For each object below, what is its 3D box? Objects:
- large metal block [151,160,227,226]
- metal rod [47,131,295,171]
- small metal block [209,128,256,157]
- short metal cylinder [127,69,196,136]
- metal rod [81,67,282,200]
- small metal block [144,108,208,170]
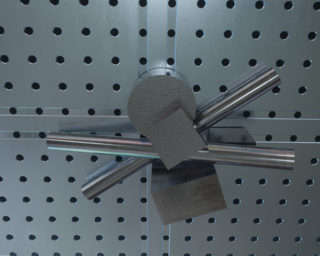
[{"bbox_3d":[0.035,0.072,0.406,0.080,0.080,0.050,-17,109,6],"label":"large metal block"},{"bbox_3d":[0.003,0.026,0.382,0.301,0.025,0.025,4,111,12],"label":"metal rod"},{"bbox_3d":[0.092,0.020,0.405,0.050,0.050,0.025,1,110,1],"label":"small metal block"},{"bbox_3d":[0.002,-0.031,0.385,0.081,0.050,0.079,0,109,0],"label":"short metal cylinder"},{"bbox_3d":[0.020,0.013,0.415,0.300,0.025,0.025,-32,107,11],"label":"metal rod"},{"bbox_3d":[0.019,0.012,0.352,0.050,0.025,0.050,-34,84,11],"label":"small metal block"}]
